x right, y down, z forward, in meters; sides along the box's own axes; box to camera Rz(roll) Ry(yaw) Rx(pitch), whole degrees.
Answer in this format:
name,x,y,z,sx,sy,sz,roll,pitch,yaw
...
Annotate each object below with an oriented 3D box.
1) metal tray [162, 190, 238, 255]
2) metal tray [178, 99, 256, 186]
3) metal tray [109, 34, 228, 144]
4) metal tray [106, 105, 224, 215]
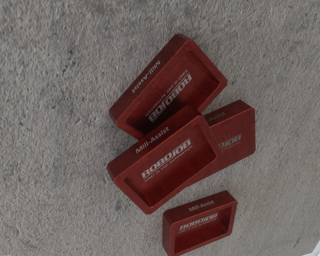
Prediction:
name,x,y,z,sx,sy,sz,roll,pitch,yaw
metal tray,0.070,0.169,0.545,0.131,0.030,0.089,-13,124,-21
metal tray,0.080,0.023,0.461,0.131,0.030,0.090,-24,127,-14
metal tray,0.012,-0.038,0.386,0.130,0.030,0.090,-48,129,6
metal tray,0.010,0.043,0.395,0.130,0.030,0.090,-37,129,-4
